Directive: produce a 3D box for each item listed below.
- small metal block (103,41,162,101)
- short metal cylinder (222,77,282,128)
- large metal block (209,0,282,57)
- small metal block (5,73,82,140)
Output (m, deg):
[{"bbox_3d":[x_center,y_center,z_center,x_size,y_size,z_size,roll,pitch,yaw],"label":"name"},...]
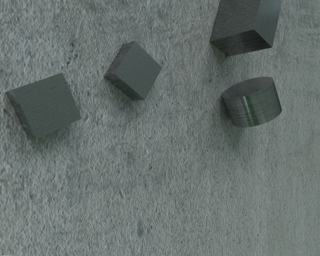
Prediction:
[{"bbox_3d":[-0.032,-0.068,0.378,0.050,0.025,0.050,40,66,-33],"label":"small metal block"},{"bbox_3d":[0.145,-0.042,0.490,0.080,0.080,0.050,-36,113,-34],"label":"short metal cylinder"},{"bbox_3d":[0.132,-0.164,0.479,0.050,0.080,0.080,26,74,-37],"label":"large metal block"},{"bbox_3d":[-0.115,-0.022,0.309,0.050,0.025,0.050,-31,109,-36],"label":"small metal block"}]
